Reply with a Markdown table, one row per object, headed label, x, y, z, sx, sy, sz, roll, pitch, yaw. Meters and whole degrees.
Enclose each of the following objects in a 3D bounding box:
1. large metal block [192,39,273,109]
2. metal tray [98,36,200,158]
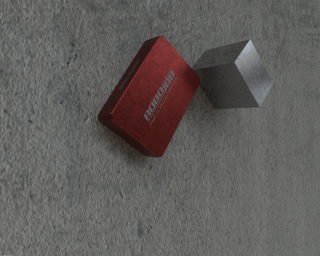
| label | x | y | z | sx | sy | sz | roll | pitch | yaw |
| --- | --- | --- | --- | --- | --- | --- | --- | --- | --- |
| large metal block | 0.105 | -0.075 | 0.457 | 0.080 | 0.080 | 0.050 | 51 | 60 | -28 |
| metal tray | -0.008 | -0.039 | 0.395 | 0.090 | 0.030 | 0.130 | 42 | 65 | -32 |
